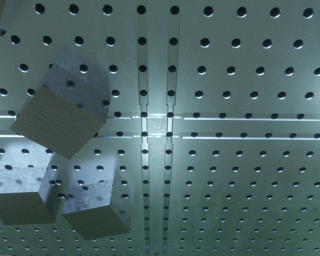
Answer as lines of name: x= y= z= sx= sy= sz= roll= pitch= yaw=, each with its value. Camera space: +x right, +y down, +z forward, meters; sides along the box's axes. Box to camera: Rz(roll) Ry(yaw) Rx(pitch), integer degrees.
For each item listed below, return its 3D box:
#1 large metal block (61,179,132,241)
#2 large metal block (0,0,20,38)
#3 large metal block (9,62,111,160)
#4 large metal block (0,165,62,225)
large metal block: x=-0.100 y=0.136 z=0.510 sx=0.080 sy=0.050 sz=0.080 roll=-14 pitch=129 yaw=11
large metal block: x=-0.172 y=-0.136 z=0.278 sx=0.080 sy=0.050 sz=0.080 roll=25 pitch=126 yaw=-20
large metal block: x=-0.119 y=-0.018 z=0.379 sx=0.080 sy=0.050 sz=0.080 roll=34 pitch=122 yaw=-25
large metal block: x=-0.209 y=0.106 z=0.484 sx=0.080 sy=0.050 sz=0.080 roll=-3 pitch=130 yaw=3
